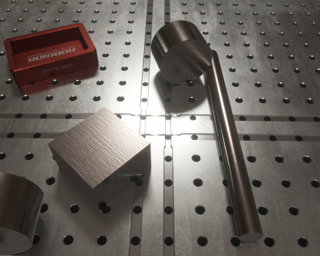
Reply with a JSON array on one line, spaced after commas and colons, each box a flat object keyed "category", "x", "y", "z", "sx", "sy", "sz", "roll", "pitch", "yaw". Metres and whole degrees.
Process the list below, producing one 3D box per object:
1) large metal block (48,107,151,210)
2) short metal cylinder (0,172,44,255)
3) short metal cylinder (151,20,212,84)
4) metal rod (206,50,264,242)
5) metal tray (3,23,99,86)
[{"category": "large metal block", "x": -0.067, "y": 0.033, "z": 0.363, "sx": 0.080, "sy": 0.050, "sz": 0.080, "roll": 37, "pitch": 59, "yaw": 26}, {"category": "short metal cylinder", "x": -0.160, "y": 0.084, "z": 0.299, "sx": 0.081, "sy": 0.080, "sz": 0.050, "roll": -1, "pitch": 50, "yaw": -1}, {"category": "short metal cylinder", "x": 0.032, "y": -0.113, "z": 0.468, "sx": 0.081, "sy": 0.080, "sz": 0.050, "roll": -12, "pitch": 51, "yaw": -11}, {"category": "metal rod", "x": 0.087, "y": -0.003, "z": 0.411, "sx": 0.025, "sy": 0.025, "sz": 0.300, "roll": -1, "pitch": 50, "yaw": -2}, {"category": "metal tray", "x": -0.177, "y": -0.124, "z": 0.505, "sx": 0.131, "sy": 0.030, "sz": 0.090, "roll": -19, "pitch": 53, "yaw": -16}]
